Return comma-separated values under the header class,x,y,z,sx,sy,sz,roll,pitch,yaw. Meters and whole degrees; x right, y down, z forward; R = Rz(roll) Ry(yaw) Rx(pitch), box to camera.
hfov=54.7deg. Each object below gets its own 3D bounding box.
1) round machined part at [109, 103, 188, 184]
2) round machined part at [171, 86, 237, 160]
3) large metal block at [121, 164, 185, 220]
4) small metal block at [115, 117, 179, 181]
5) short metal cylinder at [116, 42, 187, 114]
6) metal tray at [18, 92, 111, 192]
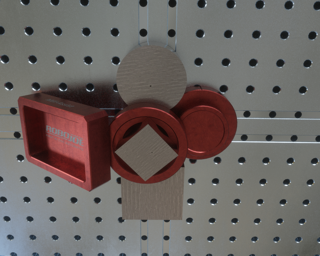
class,x,y,z,sx,sy,sz,roll,pitch,yaw
round machined part,-0.017,0.016,0.379,0.099,0.042,0.097,0,110,0
round machined part,0.052,-0.002,0.402,0.099,0.042,0.097,0,110,0
large metal block,-0.010,0.077,0.425,0.081,0.050,0.079,1,110,-1
small metal block,-0.015,0.024,0.356,0.050,0.025,0.050,-40,106,13
short metal cylinder,-0.010,-0.062,0.376,0.081,0.050,0.079,0,110,0
metal tray,-0.118,0.013,0.376,0.130,0.030,0.089,15,115,34
